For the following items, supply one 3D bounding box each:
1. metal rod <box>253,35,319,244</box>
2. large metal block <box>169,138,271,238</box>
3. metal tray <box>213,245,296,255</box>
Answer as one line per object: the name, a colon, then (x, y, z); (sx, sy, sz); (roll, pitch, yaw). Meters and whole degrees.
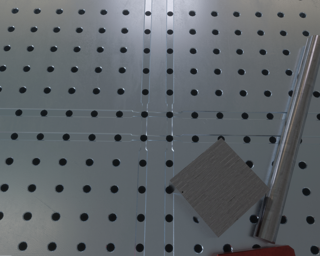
metal rod: (0.177, 0.001, 0.412); (0.025, 0.025, 0.300); (20, 71, 7)
large metal block: (0.068, 0.072, 0.373); (0.080, 0.050, 0.080); (-38, 75, -13)
metal tray: (0.112, 0.201, 0.337); (0.091, 0.030, 0.129); (-6, 70, -3)
